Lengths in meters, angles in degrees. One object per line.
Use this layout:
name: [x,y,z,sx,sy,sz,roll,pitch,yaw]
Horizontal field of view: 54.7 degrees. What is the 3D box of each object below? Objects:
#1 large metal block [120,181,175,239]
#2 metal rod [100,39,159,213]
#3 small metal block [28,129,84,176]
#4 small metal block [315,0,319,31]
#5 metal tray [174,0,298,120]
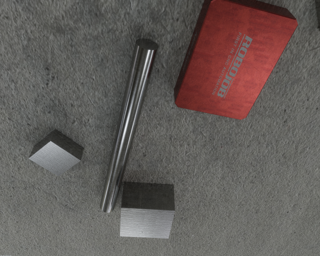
large metal block: [-0.022,0.135,0.506,0.081,0.050,0.079,4,130,-4]
metal rod: [-0.051,0.021,0.423,0.025,0.025,0.298,11,129,-10]
small metal block: [-0.145,0.036,0.435,0.050,0.025,0.050,-34,123,25]
small metal block: [0.185,-0.123,0.305,0.050,0.025,0.050,-19,128,15]
metal tray: [0.076,-0.074,0.342,0.091,0.030,0.129,11,129,-10]
